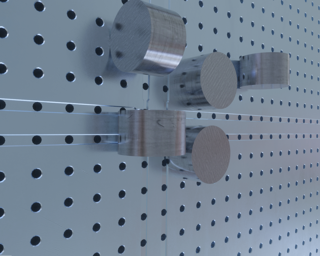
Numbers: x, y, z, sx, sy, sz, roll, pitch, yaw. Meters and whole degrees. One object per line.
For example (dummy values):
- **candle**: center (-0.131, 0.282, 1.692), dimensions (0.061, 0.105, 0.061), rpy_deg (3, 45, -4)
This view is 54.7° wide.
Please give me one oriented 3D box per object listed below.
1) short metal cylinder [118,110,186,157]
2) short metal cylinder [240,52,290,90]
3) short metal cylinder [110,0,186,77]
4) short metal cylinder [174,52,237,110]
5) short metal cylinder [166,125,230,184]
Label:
- **short metal cylinder**: center (-0.010, 0.005, 0.367), dimensions (0.081, 0.080, 0.050), rpy_deg (0, 90, -40)
- **short metal cylinder**: center (0.176, -0.094, 0.524), dimensions (0.081, 0.080, 0.050), rpy_deg (-1, 91, -40)
- **short metal cylinder**: center (-0.016, -0.103, 0.362), dimensions (0.050, 0.080, 0.079), rpy_deg (0, 90, -40)
- **short metal cylinder**: center (0.068, -0.067, 0.452), dimensions (0.081, 0.050, 0.079), rpy_deg (0, 90, -40)
- **short metal cylinder**: center (0.055, 0.036, 0.442), dimensions (0.081, 0.050, 0.079), rpy_deg (0, 90, -40)
